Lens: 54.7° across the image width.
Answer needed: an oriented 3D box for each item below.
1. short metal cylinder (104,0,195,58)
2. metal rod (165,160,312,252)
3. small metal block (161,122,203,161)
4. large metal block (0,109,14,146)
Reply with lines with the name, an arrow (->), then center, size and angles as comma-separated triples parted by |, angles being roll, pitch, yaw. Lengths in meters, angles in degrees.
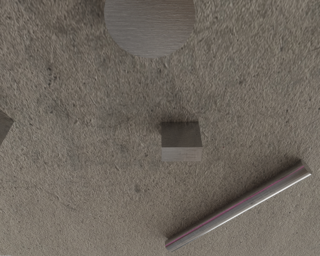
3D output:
short metal cylinder -> -0.009, -0.114, 0.294 | 0.081, 0.050, 0.079 | 0, 130, 0
metal rod -> 0.118, 0.143, 0.530 | 0.025, 0.025, 0.299 | 34, 122, -26
small metal block -> 0.027, 0.017, 0.406 | 0.050, 0.050, 0.025 | 0, 130, 0
large metal block -> -0.250, -0.004, 0.385 | 0.080, 0.050, 0.080 | -23, 127, 18
